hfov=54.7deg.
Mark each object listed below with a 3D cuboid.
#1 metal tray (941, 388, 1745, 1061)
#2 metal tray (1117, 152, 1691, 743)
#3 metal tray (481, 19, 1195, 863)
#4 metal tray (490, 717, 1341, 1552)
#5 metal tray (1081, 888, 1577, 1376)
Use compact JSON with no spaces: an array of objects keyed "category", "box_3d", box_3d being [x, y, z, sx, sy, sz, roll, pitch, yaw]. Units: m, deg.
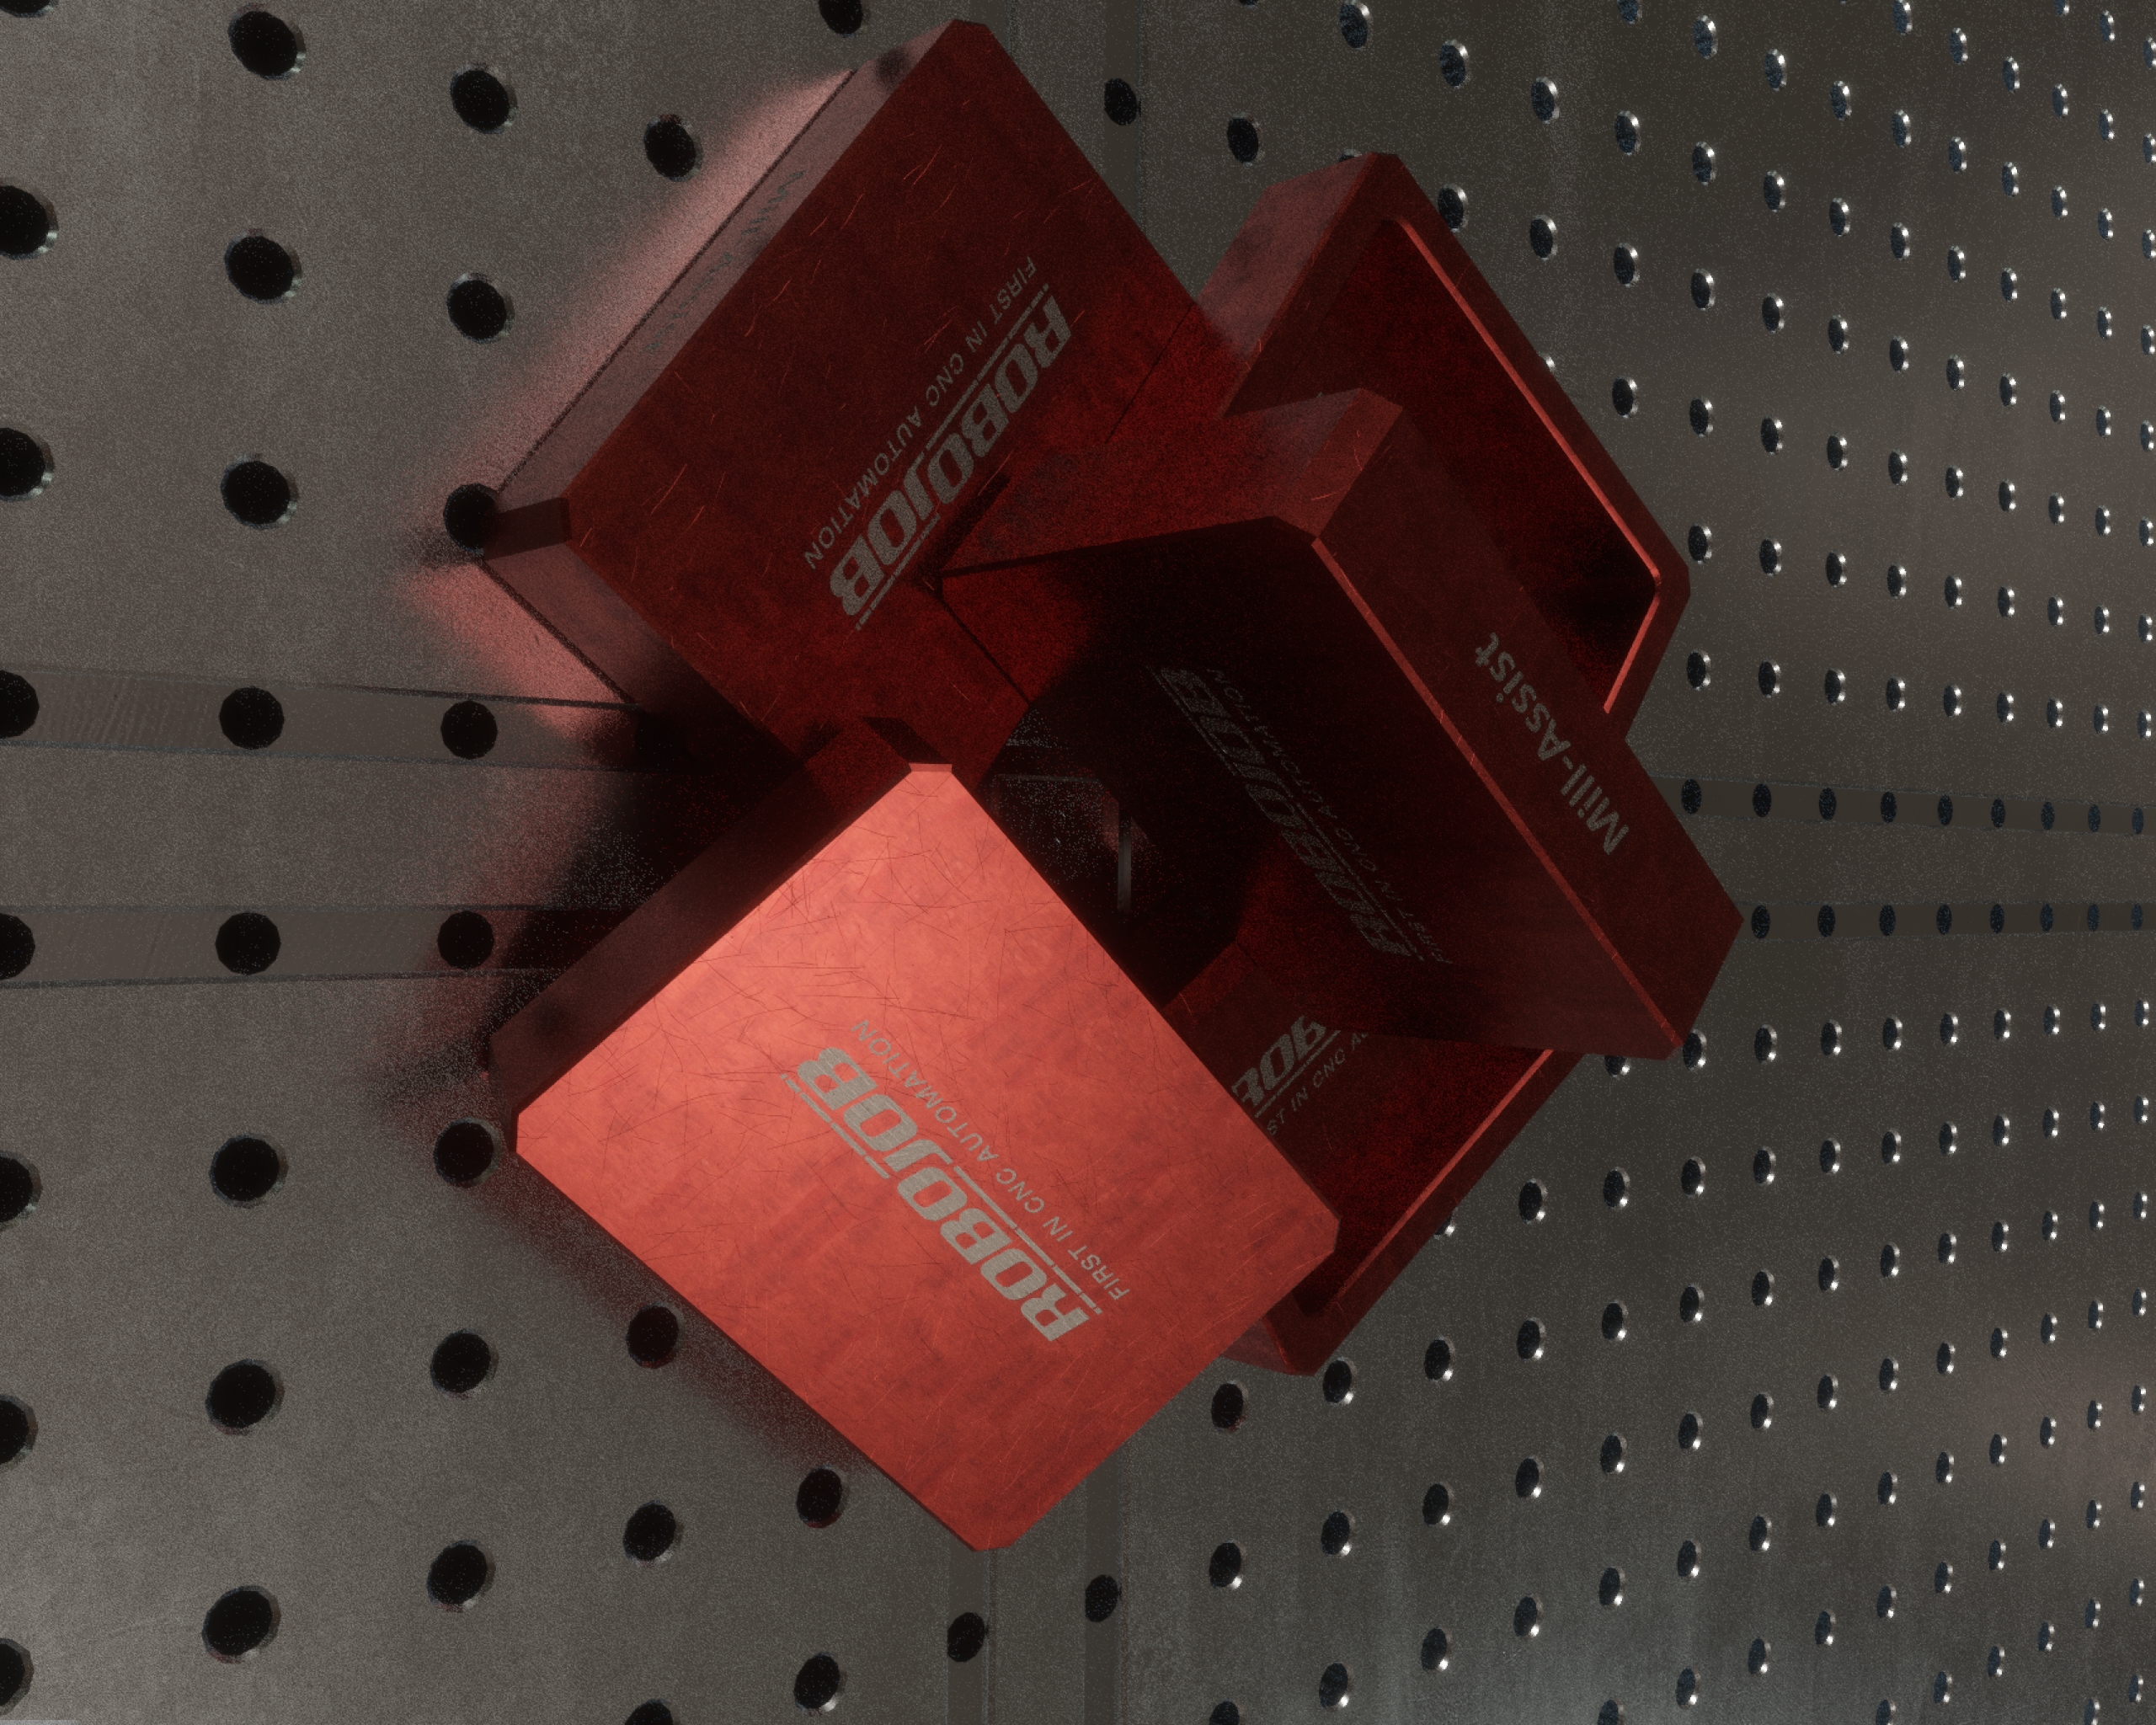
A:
[{"category":"metal tray","box_3d":[0.047,-0.019,0.368,0.130,0.090,0.030,48,61,-30]},{"category":"metal tray","box_3d":[0.069,-0.065,0.426,0.130,0.030,0.090,44,64,-32]},{"category":"metal tray","box_3d":[-0.033,-0.075,0.379,0.090,0.030,0.130,47,62,-30]},{"category":"metal tray","box_3d":[-0.024,0.050,0.363,0.090,0.030,0.130,-42,119,-4]},{"category":"metal tray","box_3d":[0.059,0.035,0.456,0.131,0.030,0.090,-41,115,-32]}]
